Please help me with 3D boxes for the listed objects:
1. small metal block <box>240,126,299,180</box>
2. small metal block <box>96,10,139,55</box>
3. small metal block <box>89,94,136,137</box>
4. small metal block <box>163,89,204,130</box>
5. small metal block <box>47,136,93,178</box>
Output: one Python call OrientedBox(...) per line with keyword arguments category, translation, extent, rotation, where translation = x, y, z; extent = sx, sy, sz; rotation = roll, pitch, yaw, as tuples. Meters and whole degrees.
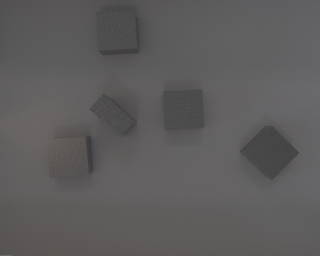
OrientedBox(category="small metal block", translation=(0.145, 0.032, 0.412), extent=(0.050, 0.025, 0.050), rotation=(45, 90, 0))
OrientedBox(category="small metal block", translation=(-0.056, -0.126, 0.411), extent=(0.050, 0.025, 0.050), rotation=(-4, 90, 0))
OrientedBox(category="small metal block", translation=(-0.058, -0.015, 0.398), extent=(0.050, 0.050, 0.025), rotation=(42, 90, 0))
OrientedBox(category="small metal block", translation=(0.031, -0.024, 0.411), extent=(0.050, 0.025, 0.050), rotation=(-3, 90, 0))
OrientedBox(category="small metal block", translation=(-0.119, 0.038, 0.410), extent=(0.050, 0.025, 0.050), rotation=(-5, 90, 0))
